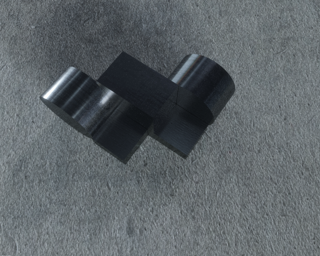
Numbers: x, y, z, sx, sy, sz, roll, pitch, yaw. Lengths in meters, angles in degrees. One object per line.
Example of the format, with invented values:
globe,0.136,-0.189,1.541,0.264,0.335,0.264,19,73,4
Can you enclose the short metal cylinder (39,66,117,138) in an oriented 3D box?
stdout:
short metal cylinder,-0.102,-0.031,0.391,0.080,0.080,0.050,33,74,11

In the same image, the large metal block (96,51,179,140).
large metal block,-0.026,-0.039,0.395,0.080,0.080,0.050,33,73,11

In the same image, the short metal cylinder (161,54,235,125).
short metal cylinder,0.048,-0.048,0.398,0.080,0.080,0.050,34,74,11

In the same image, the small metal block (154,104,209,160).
small metal block,0.027,0.005,0.408,0.050,0.025,0.050,34,73,11

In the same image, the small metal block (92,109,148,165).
small metal block,-0.051,0.012,0.405,0.050,0.025,0.050,34,73,11
